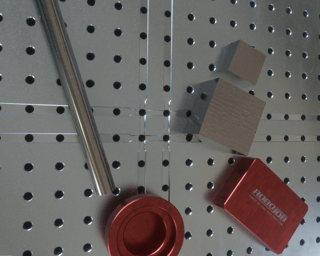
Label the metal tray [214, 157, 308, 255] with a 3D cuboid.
[{"bbox_3d":[0.155,0.117,0.470,0.130,0.030,0.090,42,77,-16],"label":"metal tray"}]

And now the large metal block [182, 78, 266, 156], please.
[{"bbox_3d":[0.089,-0.014,0.434,0.080,0.050,0.080,24,82,-19],"label":"large metal block"}]

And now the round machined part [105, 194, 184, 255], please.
[{"bbox_3d":[-0.022,0.133,0.397,0.099,0.042,0.097,0,90,-21],"label":"round machined part"}]

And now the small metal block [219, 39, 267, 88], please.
[{"bbox_3d":[0.123,-0.094,0.460,0.050,0.025,0.050,25,82,-19],"label":"small metal block"}]

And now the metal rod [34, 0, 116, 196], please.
[{"bbox_3d":[-0.109,-0.063,0.372,0.025,0.025,0.298,-18,96,-19],"label":"metal rod"}]
